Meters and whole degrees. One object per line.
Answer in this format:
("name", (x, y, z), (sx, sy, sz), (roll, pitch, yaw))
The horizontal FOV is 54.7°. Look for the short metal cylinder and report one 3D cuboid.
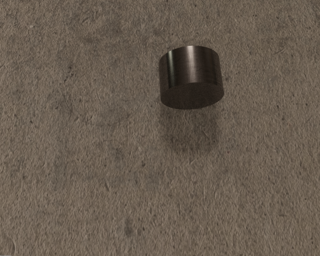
("short metal cylinder", (0.040, -0.062, 0.402), (0.081, 0.080, 0.050), (-3, 70, -1))
